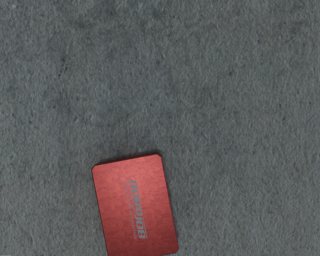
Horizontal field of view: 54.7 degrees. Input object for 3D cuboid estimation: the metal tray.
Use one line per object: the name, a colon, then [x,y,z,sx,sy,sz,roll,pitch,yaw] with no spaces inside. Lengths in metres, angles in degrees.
metal tray: [-0.031,0.103,0.407,0.091,0.030,0.129,-11,90,-1]
